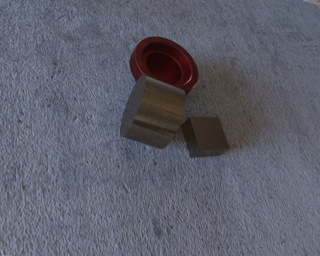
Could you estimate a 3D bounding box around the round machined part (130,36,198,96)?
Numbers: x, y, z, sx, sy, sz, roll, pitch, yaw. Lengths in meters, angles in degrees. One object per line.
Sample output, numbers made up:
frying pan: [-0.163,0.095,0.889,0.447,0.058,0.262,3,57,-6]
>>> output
round machined part: [0.002,-0.080,0.444,0.099,0.042,0.098,14,55,-21]

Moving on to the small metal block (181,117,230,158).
small metal block: [0.063,0.013,0.432,0.050,0.025,0.050,-1,62,-29]

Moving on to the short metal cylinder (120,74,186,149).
short metal cylinder: [-0.010,-0.020,0.376,0.050,0.080,0.080,20,54,-17]
